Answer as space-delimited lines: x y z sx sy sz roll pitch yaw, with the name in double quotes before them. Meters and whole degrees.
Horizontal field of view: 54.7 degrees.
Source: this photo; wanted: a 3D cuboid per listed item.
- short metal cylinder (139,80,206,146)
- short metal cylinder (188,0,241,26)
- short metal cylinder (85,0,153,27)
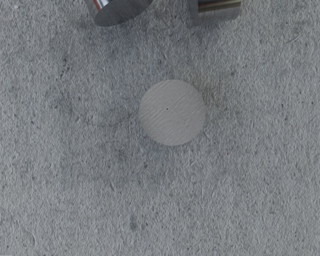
"short metal cylinder" 0.015 -0.019 0.397 0.081 0.050 0.080 0 90 0
"short metal cylinder" 0.064 -0.171 0.383 0.050 0.080 0.080 -10 90 0
"short metal cylinder" -0.054 -0.169 0.382 0.080 0.080 0.050 -25 90 0
